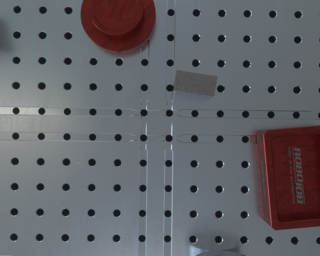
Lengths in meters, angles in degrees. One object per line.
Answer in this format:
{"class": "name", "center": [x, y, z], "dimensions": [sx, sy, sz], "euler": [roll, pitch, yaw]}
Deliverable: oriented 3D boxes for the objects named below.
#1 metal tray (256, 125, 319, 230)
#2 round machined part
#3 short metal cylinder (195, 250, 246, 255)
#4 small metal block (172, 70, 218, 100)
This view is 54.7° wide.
{"class": "metal tray", "center": [0.183, 0.064, 0.412], "dimensions": [0.091, 0.030, 0.129], "euler": [-5, 90, 0]}
{"class": "round machined part", "center": [-0.055, -0.149, 0.404], "dimensions": [0.099, 0.042, 0.097], "euler": [0, 90, 0]}
{"class": "short metal cylinder", "center": [0.080, 0.194, 0.387], "dimensions": [0.081, 0.080, 0.050], "euler": [-1, 90, 0]}
{"class": "small metal block", "center": [0.043, -0.055, 0.401], "dimensions": [0.050, 0.050, 0.025], "euler": [9, 90, 0]}
